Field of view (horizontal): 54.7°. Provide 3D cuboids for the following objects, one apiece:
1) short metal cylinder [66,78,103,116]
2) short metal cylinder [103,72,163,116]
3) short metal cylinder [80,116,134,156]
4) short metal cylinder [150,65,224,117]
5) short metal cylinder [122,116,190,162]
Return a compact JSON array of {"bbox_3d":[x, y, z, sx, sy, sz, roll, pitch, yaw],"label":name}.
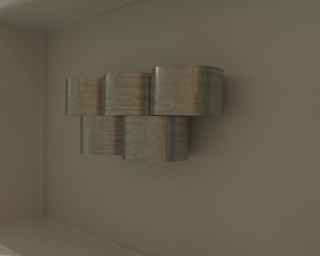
[{"bbox_3d":[-0.094,-0.042,0.447,0.080,0.081,0.050,1,91,40],"label":"short metal cylinder"},{"bbox_3d":[-0.032,-0.040,0.395,0.080,0.081,0.050,1,91,40],"label":"short metal cylinder"},{"bbox_3d":[-0.068,0.009,0.425,0.080,0.081,0.050,1,91,40],"label":"short metal cylinder"},{"bbox_3d":[0.030,-0.038,0.344,0.080,0.081,0.050,3,92,40],"label":"short metal cylinder"},{"bbox_3d":[-0.005,0.011,0.373,0.080,0.081,0.050,1,91,40],"label":"short metal cylinder"}]
